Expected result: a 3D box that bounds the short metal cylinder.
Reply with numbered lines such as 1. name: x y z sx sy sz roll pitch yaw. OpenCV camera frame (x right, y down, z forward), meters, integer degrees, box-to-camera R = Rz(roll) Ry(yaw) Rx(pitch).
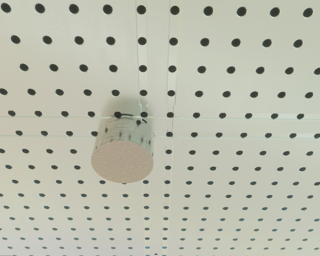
1. short metal cylinder: -0.049 0.030 0.420 0.080 0.050 0.080 0 130 0
